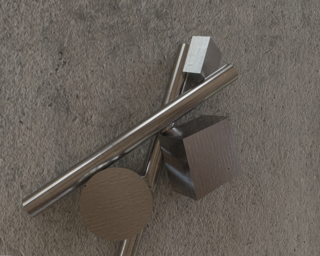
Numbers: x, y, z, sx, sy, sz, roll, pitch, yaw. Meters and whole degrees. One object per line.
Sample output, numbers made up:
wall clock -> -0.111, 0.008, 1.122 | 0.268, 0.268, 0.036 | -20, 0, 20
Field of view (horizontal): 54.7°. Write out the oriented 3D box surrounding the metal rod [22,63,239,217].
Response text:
metal rod -> -0.028, 0.009, 0.382 | 0.301, 0.025, 0.025 | -34, 102, -10

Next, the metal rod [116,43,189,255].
metal rod -> -0.004, 0.033, 0.408 | 0.025, 0.025, 0.299 | 18, 84, -19

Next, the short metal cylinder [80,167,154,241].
short metal cylinder -> -0.048, 0.086, 0.366 | 0.080, 0.050, 0.080 | 0, 84, 0

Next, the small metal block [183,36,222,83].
small metal block -> 0.058, -0.089, 0.419 | 0.050, 0.025, 0.050 | 25, 79, -59

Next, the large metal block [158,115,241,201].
large metal block -> 0.053, 0.034, 0.401 | 0.081, 0.050, 0.080 | -23, 107, -31
